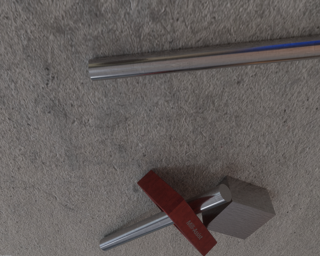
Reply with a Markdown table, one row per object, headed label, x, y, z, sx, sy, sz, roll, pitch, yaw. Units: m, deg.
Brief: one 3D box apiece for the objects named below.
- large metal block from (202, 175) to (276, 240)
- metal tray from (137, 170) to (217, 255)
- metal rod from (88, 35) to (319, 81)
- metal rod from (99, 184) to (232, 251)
| label | x | y | z | sx | sy | sz | roll | pitch | yaw |
| --- | --- | --- | --- | --- | --- | --- | --- | --- | --- |
| large metal block | 0.124 | 0.131 | 0.505 | 0.080 | 0.050 | 0.079 | 20 | 127 | -17 |
| metal tray | 0.027 | 0.130 | 0.473 | 0.030 | 0.090 | 0.130 | -42 | 125 | -11 |
| metal rod | 0.073 | -0.079 | 0.341 | 0.302 | 0.025 | 0.025 | -5 | 130 | 3 |
| metal rod | -0.009 | 0.156 | 0.507 | 0.025 | 0.025 | 0.299 | 33 | 132 | -26 |
